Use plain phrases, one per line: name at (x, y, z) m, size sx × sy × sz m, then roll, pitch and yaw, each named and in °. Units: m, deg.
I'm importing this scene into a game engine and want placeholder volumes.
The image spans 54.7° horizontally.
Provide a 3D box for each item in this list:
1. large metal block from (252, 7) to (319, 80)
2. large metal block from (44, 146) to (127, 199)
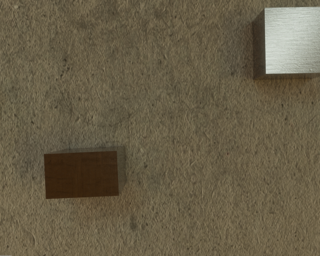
large metal block at (0.167, -0.106, 0.398) m, size 0.081 × 0.050 × 0.080 m, roll -1°, pitch 90°, yaw 0°
large metal block at (-0.087, 0.052, 0.382) m, size 0.081 × 0.080 × 0.050 m, roll -3°, pitch 90°, yaw 0°
